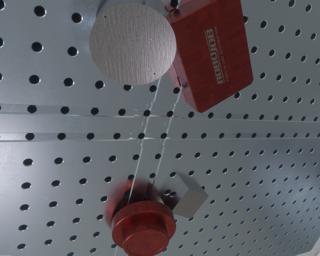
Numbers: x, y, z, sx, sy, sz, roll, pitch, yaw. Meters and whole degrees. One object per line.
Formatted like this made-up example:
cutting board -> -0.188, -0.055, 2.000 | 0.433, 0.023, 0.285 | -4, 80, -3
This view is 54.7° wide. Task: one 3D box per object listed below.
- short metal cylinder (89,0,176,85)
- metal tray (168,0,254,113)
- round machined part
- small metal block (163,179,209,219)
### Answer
short metal cylinder -> -0.026, -0.090, 0.308 | 0.081, 0.050, 0.079 | -1, 127, -2
metal tray -> 0.063, -0.093, 0.385 | 0.090, 0.030, 0.130 | -31, 129, -9
round machined part -> -0.023, 0.160, 0.471 | 0.099, 0.042, 0.097 | -6, 126, -8
small metal block -> 0.043, 0.117, 0.508 | 0.050, 0.025, 0.050 | 27, 103, -38
